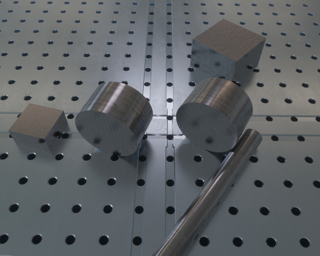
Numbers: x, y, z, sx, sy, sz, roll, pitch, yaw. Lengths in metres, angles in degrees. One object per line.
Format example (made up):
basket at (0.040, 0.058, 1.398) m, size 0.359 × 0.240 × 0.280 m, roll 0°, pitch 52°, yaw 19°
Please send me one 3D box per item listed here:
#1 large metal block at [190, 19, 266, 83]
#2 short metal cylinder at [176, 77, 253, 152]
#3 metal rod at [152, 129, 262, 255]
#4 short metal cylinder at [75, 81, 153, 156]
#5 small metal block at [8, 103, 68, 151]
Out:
large metal block at (0.107, -0.121, 0.494) m, size 0.080 × 0.050 × 0.080 m, roll 36°, pitch 58°, yaw 26°
short metal cylinder at (0.067, -0.016, 0.386) m, size 0.080 × 0.080 × 0.050 m, roll 25°, pitch 55°, yaw 19°
metal rod at (0.030, 0.103, 0.321) m, size 0.025 × 0.025 × 0.301 m, roll 30°, pitch 56°, yaw 22°
short metal cylinder at (-0.055, -0.010, 0.380) m, size 0.080 × 0.080 × 0.050 m, roll 15°, pitch 52°, yaw 12°
small metal block at (-0.159, -0.002, 0.408) m, size 0.050 × 0.025 × 0.050 m, roll 12°, pitch 51°, yaw 10°
